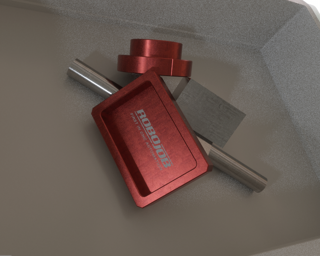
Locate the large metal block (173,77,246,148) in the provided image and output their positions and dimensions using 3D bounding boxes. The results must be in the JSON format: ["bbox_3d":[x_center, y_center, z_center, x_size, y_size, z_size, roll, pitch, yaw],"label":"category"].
[{"bbox_3d":[0.055,-0.024,0.409,0.080,0.050,0.080,32,9,-8],"label":"large metal block"}]

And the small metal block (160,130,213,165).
[{"bbox_3d":[0.030,0.024,0.390,0.050,0.050,0.025,33,51,-7],"label":"small metal block"}]

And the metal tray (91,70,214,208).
[{"bbox_3d":[-0.011,0.012,0.352,0.130,0.090,0.030,61,13,15],"label":"metal tray"}]

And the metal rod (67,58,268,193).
[{"bbox_3d":[0.015,0.001,0.413,0.301,0.025,0.025,32,51,-8],"label":"metal rod"}]

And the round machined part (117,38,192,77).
[{"bbox_3d":[-0.006,-0.093,0.410,0.099,0.098,0.042,-2,103,-30],"label":"round machined part"}]
